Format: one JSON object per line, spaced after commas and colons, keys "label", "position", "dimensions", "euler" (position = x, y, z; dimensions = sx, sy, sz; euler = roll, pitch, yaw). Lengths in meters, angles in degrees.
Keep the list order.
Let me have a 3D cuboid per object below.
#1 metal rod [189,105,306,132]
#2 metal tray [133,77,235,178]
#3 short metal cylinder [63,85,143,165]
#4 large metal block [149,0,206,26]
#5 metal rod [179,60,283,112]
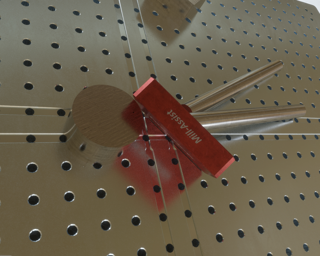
{"label": "metal rod", "position": [0.142, -0.018, 0.471], "dimensions": [0.302, 0.025, 0.025], "euler": [-7, 65, -41]}
{"label": "metal tray", "position": [0.026, 0.002, 0.380], "dimensions": [0.030, 0.090, 0.130], "euler": [-45, 87, -3]}
{"label": "short metal cylinder", "position": [-0.066, -0.003, 0.359], "dimensions": [0.081, 0.050, 0.080], "euler": [14, 56, -21]}
{"label": "large metal block", "position": [0.036, -0.244, 0.563], "dimensions": [0.080, 0.050, 0.080], "euler": [40, 51, -1]}
{"label": "metal rod", "position": [0.131, -0.071, 0.507], "dimensions": [0.302, 0.025, 0.025], "euler": [-28, 77, -43]}
